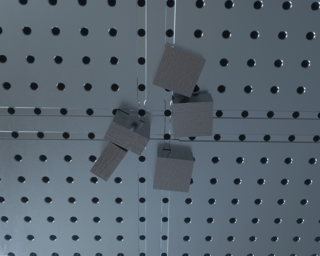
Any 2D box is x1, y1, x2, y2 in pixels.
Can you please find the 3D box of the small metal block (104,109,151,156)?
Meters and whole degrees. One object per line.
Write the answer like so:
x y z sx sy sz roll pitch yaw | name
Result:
-0.041 0.005 0.401 0.050 0.050 0.025 27 107 -10 | small metal block

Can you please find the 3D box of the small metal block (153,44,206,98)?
0.023 -0.072 0.387 0.050 0.025 0.050 19 109 -7 | small metal block

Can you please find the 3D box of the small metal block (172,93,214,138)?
0.042 -0.016 0.404 0.050 0.025 0.050 -3 120 0 | small metal block

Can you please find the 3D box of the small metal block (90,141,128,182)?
-0.063 0.035 0.411 0.025 0.050 0.050 34 107 -6 | small metal block

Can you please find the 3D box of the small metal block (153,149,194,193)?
0.018 0.060 0.436 0.050 0.025 0.050 7 110 -3 | small metal block
